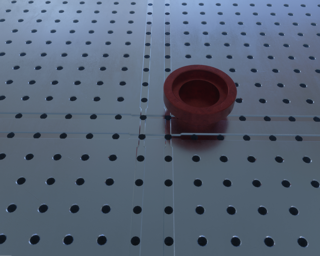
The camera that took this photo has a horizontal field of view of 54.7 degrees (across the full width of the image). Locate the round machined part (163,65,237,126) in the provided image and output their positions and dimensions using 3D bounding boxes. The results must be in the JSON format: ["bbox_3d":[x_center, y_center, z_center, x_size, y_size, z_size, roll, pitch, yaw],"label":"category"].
[{"bbox_3d":[0.054,-0.041,0.432,0.099,0.042,0.098,0,50,0],"label":"round machined part"}]
